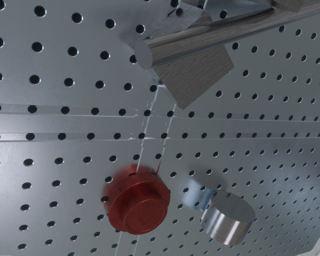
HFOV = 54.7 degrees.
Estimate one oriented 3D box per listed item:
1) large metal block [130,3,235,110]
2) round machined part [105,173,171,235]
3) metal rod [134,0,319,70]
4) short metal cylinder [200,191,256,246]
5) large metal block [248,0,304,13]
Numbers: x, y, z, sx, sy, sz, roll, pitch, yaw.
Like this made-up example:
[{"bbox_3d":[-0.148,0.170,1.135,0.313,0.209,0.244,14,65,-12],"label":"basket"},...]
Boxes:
[{"bbox_3d":[0.027,-0.082,0.359,0.080,0.050,0.080,-40,130,-1],"label":"large metal block"},{"bbox_3d":[-0.028,0.118,0.458,0.099,0.042,0.097,-14,124,-21],"label":"round machined part"},{"bbox_3d":[0.101,-0.116,0.344,0.302,0.025,0.025,-25,129,-33],"label":"metal rod"},{"bbox_3d":[0.116,0.153,0.534,0.081,0.080,0.050,6,116,-31],"label":"short metal cylinder"},{"bbox_3d":[0.104,-0.167,0.329,0.081,0.080,0.050,8,114,-32],"label":"large metal block"}]
